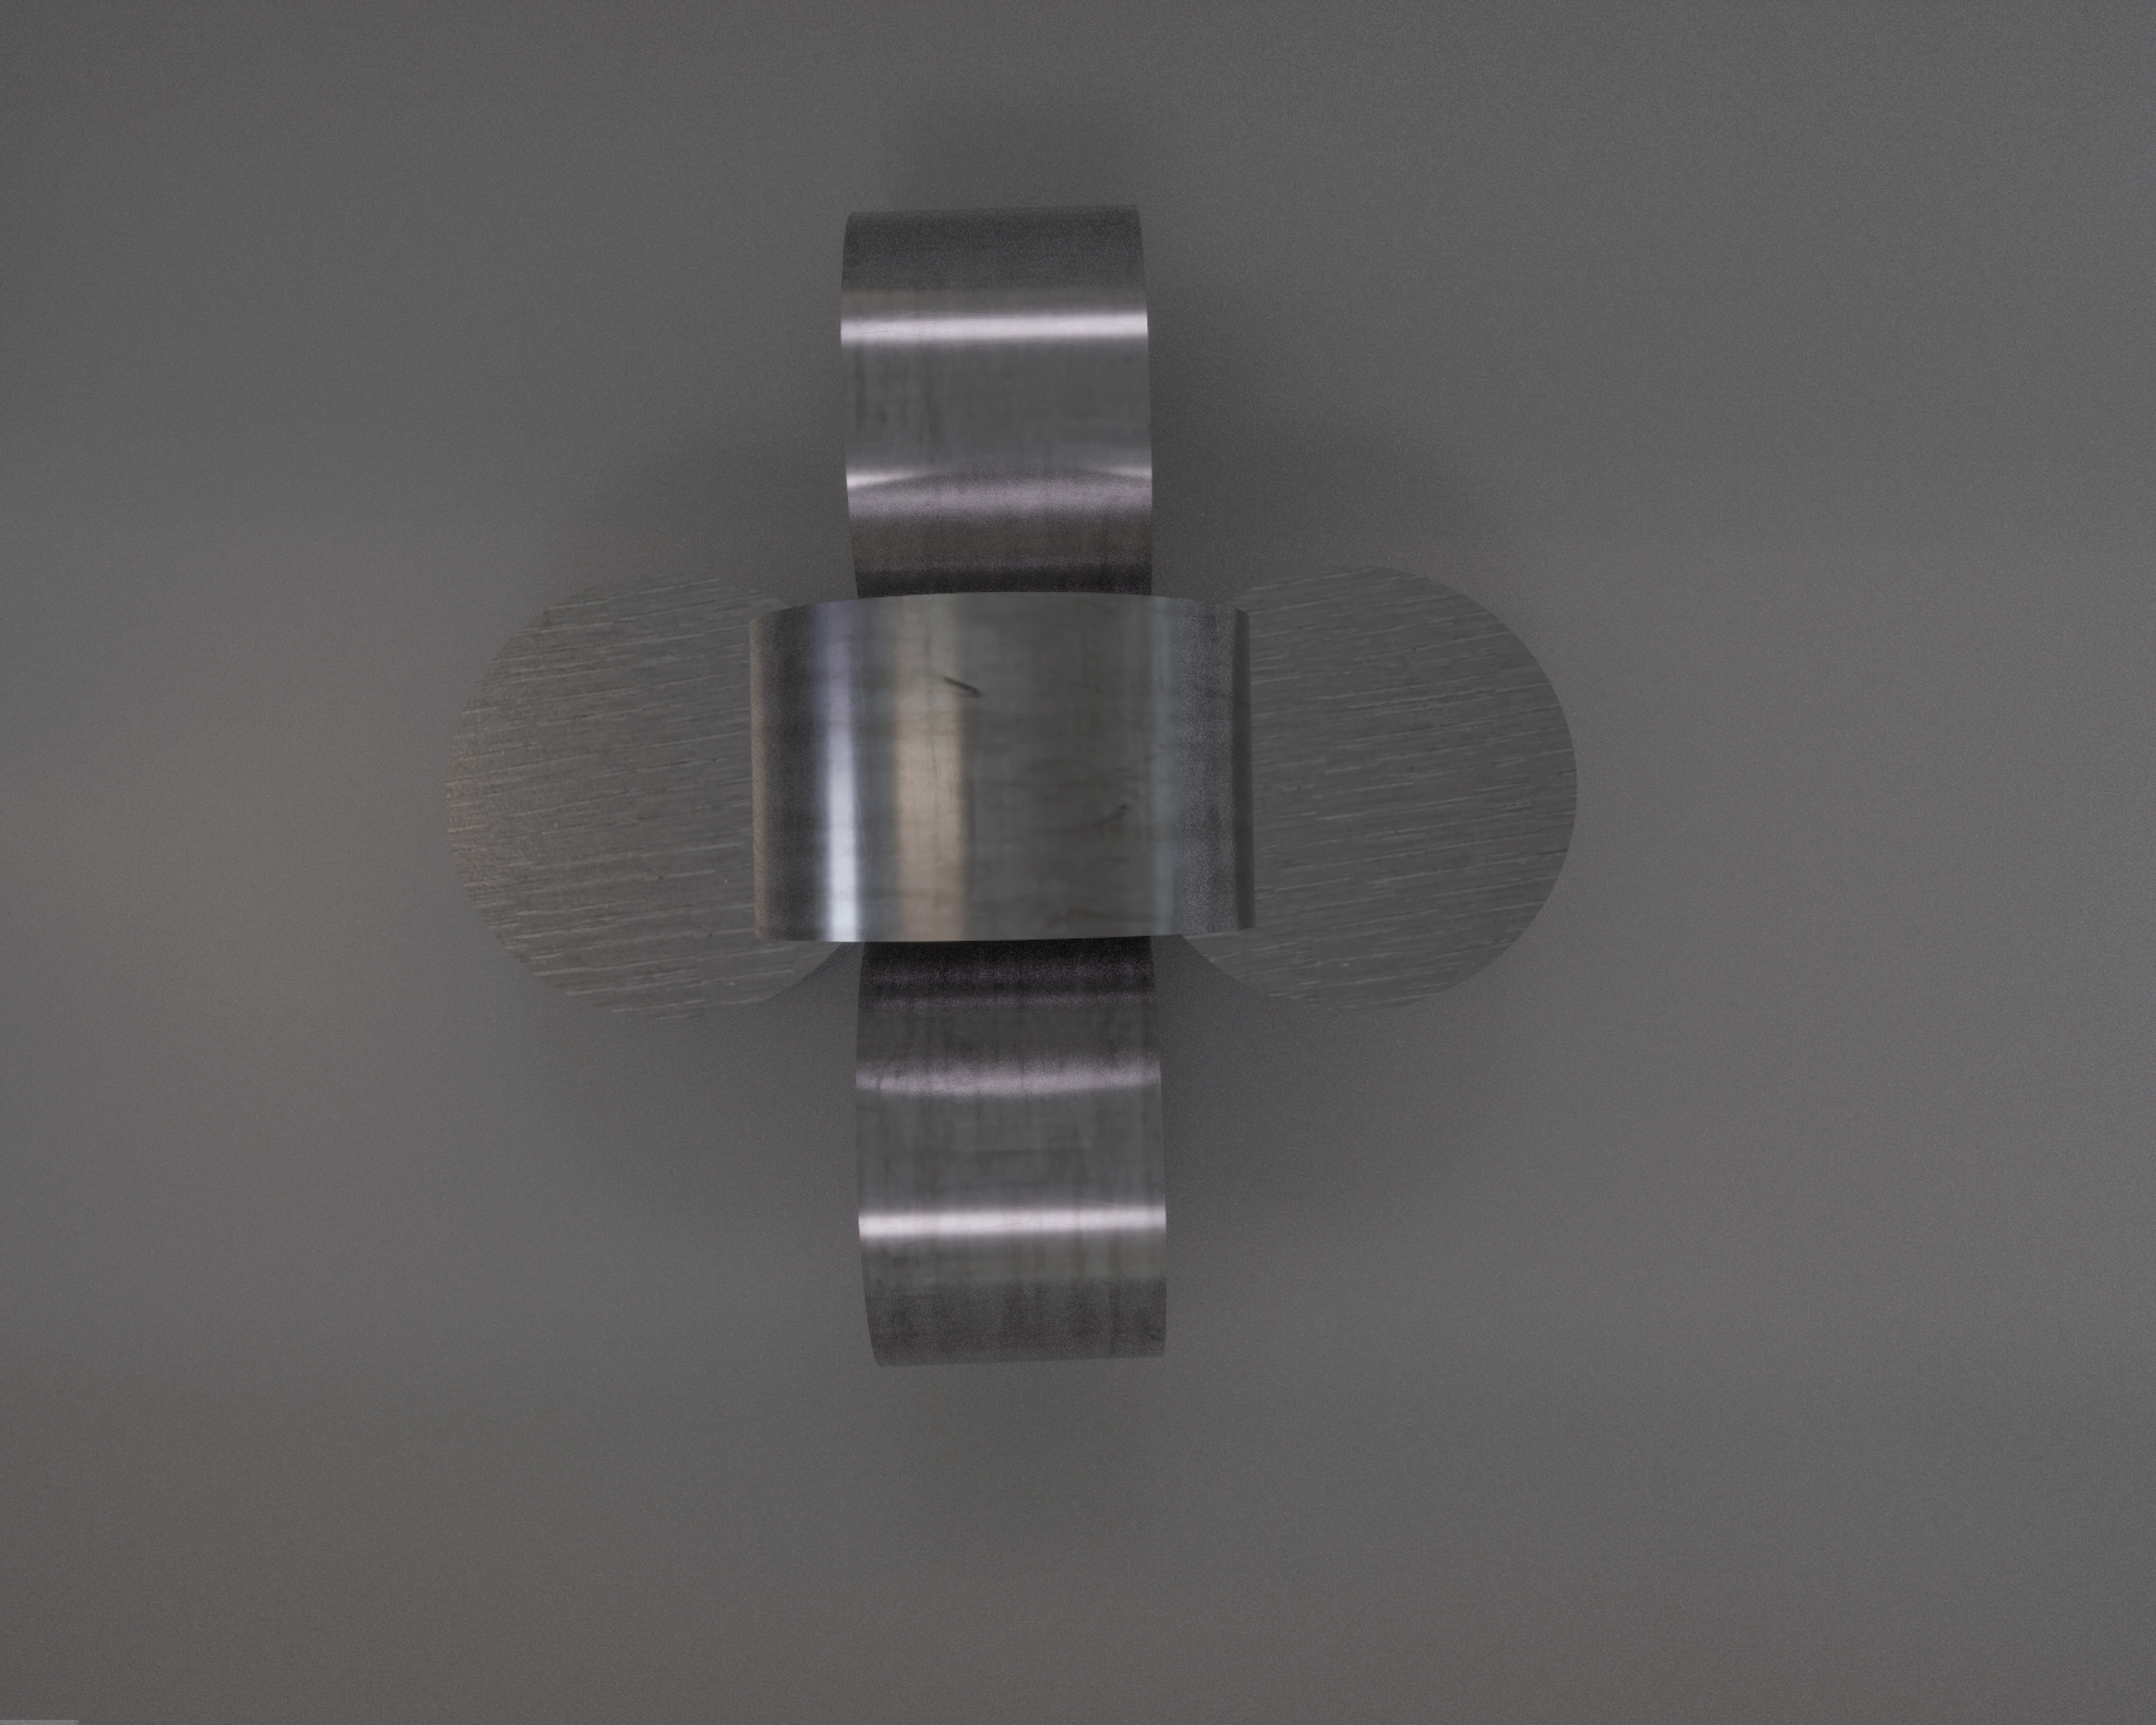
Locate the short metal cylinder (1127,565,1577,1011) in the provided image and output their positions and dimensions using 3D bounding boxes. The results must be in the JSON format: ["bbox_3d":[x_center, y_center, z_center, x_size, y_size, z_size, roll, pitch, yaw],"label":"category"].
[{"bbox_3d":[0.049,-0.013,0.397,0.081,0.050,0.080,0,90,0],"label":"short metal cylinder"}]

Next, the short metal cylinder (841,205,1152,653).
[{"bbox_3d":[-0.014,-0.078,0.382,0.050,0.080,0.080,-2,90,-1],"label":"short metal cylinder"}]

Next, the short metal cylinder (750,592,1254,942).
[{"bbox_3d":[-0.012,-0.014,0.338,0.081,0.080,0.050,-1,90,0],"label":"short metal cylinder"}]

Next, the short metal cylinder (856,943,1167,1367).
[{"bbox_3d":[-0.011,0.050,0.382,0.050,0.080,0.080,-2,90,-1],"label":"short metal cylinder"}]

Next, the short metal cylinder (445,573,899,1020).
[{"bbox_3d":[-0.072,-0.012,0.396,0.081,0.050,0.080,0,90,0],"label":"short metal cylinder"}]
